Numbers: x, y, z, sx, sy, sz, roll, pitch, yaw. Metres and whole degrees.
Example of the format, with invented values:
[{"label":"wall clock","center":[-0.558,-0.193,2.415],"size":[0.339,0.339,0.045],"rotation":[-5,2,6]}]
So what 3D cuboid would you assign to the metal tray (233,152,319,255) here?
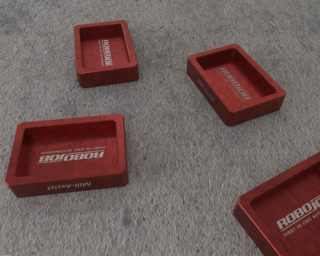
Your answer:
[{"label":"metal tray","center":[0.156,0.088,0.326],"size":[0.131,0.030,0.090],"rotation":[-23,54,-19]}]

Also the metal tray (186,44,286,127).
[{"label":"metal tray","center":[0.107,-0.068,0.457],"size":[0.091,0.030,0.130],"rotation":[-18,52,-15]}]

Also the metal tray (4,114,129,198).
[{"label":"metal tray","center":[-0.106,0.030,0.373],"size":[0.131,0.030,0.090],"rotation":[-5,50,-5]}]

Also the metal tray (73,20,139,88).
[{"label":"metal tray","center":[-0.089,-0.124,0.502],"size":[0.091,0.030,0.130],"rotation":[-9,51,-8]}]
